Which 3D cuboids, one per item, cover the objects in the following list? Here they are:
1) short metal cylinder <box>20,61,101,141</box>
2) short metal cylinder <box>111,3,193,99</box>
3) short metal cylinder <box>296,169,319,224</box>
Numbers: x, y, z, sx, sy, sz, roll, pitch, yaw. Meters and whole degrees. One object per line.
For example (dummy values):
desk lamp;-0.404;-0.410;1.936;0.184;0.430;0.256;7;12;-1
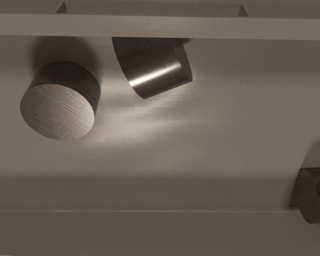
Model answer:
short metal cylinder;-0.114;-0.031;0.364;0.081;0.050;0.079;0;130;0
short metal cylinder;-0.006;-0.075;0.309;0.050;0.080;0.080;-20;128;15
short metal cylinder;0.245;0.101;0.463;0.050;0.080;0.079;-3;130;2
